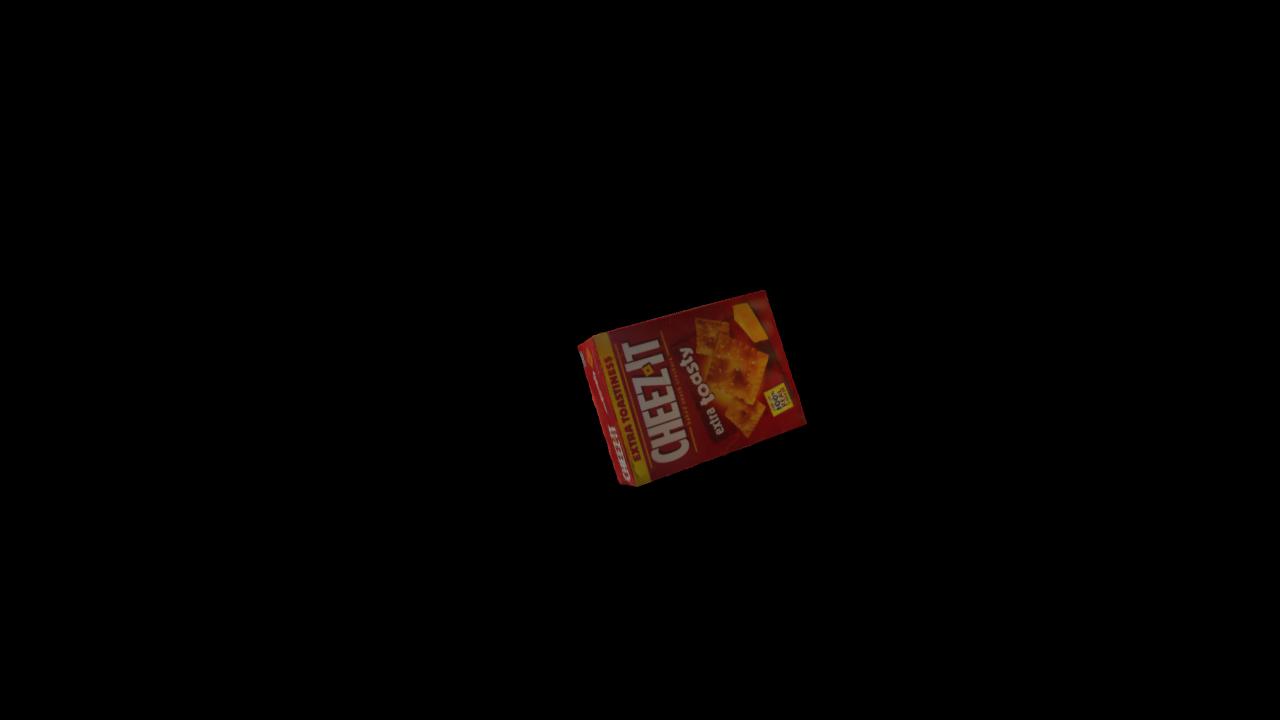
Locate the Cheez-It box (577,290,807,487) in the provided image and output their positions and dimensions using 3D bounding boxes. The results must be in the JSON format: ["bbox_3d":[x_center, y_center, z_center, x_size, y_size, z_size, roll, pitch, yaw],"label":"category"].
[{"bbox_3d":[0.060,0.027,0.692,0.223,0.166,0.071,-16,-2,-21],"label":"Cheez-It box"}]
